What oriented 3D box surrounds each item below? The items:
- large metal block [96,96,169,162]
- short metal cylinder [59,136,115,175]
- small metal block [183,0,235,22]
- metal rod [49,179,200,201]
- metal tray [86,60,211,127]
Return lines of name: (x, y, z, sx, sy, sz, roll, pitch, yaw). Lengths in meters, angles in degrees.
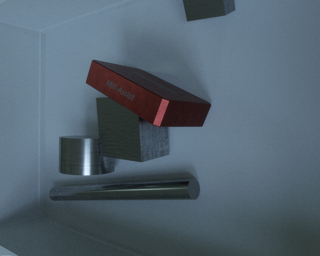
large metal block: (-0.037, -0.003, 0.411, 0.080, 0.050, 0.079, 2, 98, 42)
short metal cylinder: (-0.107, 0.038, 0.457, 0.080, 0.081, 0.050, 2, 92, 39)
small metal block: (0.053, -0.152, 0.348, 0.050, 0.025, 0.050, 6, 123, 39)
metal rod: (-0.074, 0.096, 0.465, 0.300, 0.025, 0.025, -11, 83, 39)
metal tray: (-0.015, -0.042, 0.375, 0.130, 0.091, 0.030, 32, 110, 35)
